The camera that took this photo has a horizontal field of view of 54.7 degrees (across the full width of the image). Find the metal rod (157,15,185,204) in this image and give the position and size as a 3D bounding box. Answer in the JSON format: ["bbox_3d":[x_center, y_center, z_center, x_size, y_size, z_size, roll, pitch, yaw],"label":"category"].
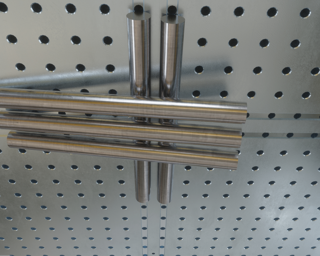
[{"bbox_3d":[0.010,0.002,0.414,0.025,0.025,0.298,1,130,-1],"label":"metal rod"}]

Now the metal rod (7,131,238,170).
[{"bbox_3d":[-0.052,0.028,0.407,0.302,0.025,0.025,5,131,6],"label":"metal rod"}]

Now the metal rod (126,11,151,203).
[{"bbox_3d":[-0.025,-0.001,0.411,0.025,0.025,0.298,1,130,-1],"label":"metal rod"}]

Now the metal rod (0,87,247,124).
[{"bbox_3d":[-0.055,-0.027,0.361,0.302,0.025,0.025,4,131,6],"label":"metal rod"}]

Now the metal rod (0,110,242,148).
[{"bbox_3d":[-0.054,0.000,0.384,0.302,0.025,0.025,4,131,6],"label":"metal rod"}]
